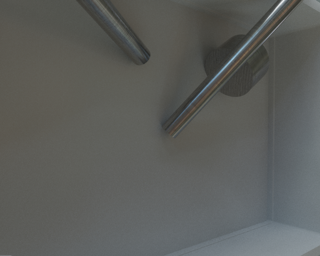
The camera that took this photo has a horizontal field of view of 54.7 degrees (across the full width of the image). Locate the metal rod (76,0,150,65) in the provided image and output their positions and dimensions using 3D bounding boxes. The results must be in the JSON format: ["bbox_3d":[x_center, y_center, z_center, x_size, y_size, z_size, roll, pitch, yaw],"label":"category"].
[{"bbox_3d":[-0.081,-0.136,0.260,0.300,0.025,0.025,39,64,-61],"label":"metal rod"}]

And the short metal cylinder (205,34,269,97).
[{"bbox_3d":[0.117,-0.094,0.471,0.050,0.080,0.080,-42,116,-32],"label":"short metal cylinder"}]

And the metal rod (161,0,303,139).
[{"bbox_3d":[0.113,-0.104,0.412,0.300,0.025,0.025,-47,123,4],"label":"metal rod"}]
